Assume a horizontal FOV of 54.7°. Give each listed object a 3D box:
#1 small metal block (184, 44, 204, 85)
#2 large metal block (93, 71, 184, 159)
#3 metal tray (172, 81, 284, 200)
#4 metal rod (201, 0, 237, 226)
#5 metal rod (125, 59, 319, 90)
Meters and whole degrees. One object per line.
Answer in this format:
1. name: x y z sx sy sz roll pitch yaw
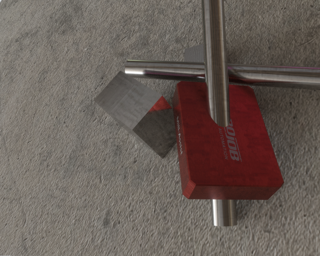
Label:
1. small metal block: 0.061 -0.088 0.425 0.050 0.025 0.050 -10 57 22
2. large metal block: -0.023 -0.016 0.389 0.080 0.080 0.050 35 82 38
3. metal tray: 0.065 0.009 0.326 0.091 0.030 0.130 3 52 -9
4. metal rod: 0.061 -0.050 0.335 0.025 0.025 0.298 -6 80 25
5. metal rod: 0.094 -0.064 0.371 0.301 0.025 0.025 8 65 23
